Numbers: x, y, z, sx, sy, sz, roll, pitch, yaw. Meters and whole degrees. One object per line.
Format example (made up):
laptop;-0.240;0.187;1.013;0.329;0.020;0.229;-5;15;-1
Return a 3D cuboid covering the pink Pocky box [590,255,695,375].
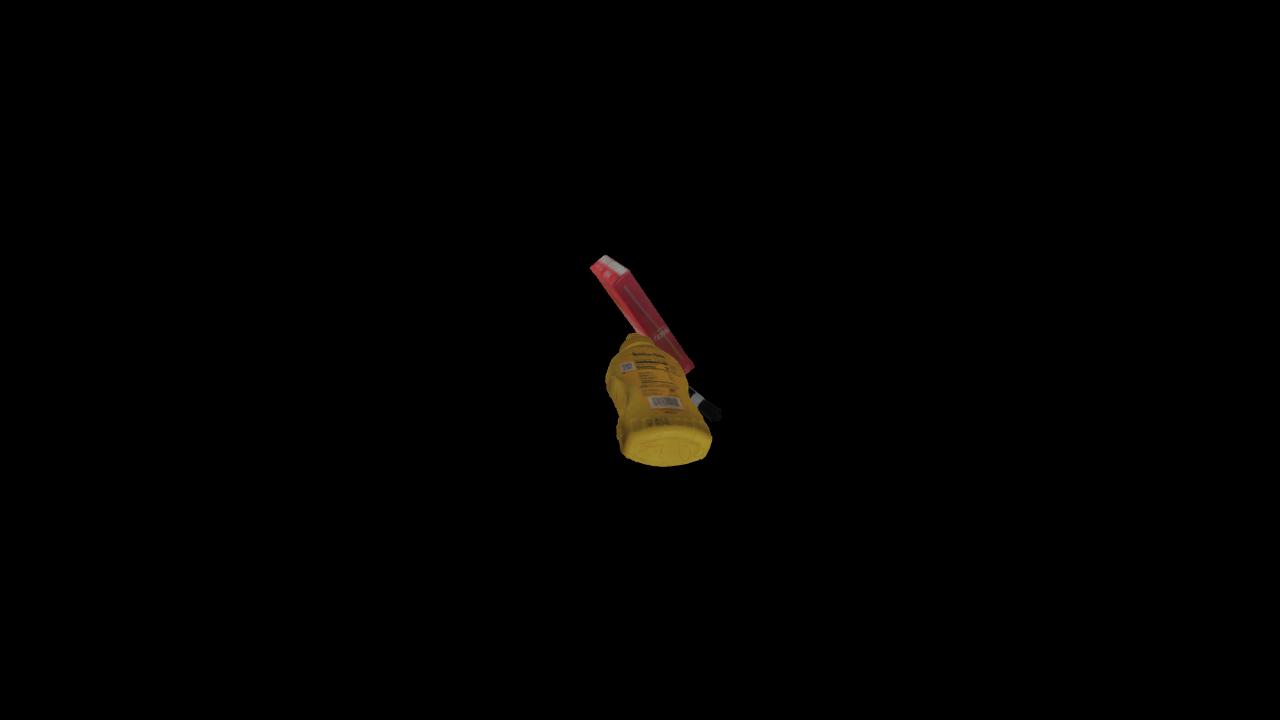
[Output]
pink Pocky box;0.003;-0.051;0.733;0.029;0.155;0.084;-39;31;-3

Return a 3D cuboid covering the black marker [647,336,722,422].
black marker;0.052;0.036;0.749;0.121;0.020;0.020;38;21;29

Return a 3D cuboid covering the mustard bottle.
mustard bottle;0.010;0.029;0.654;0.092;0.054;0.184;-1;38;-14
